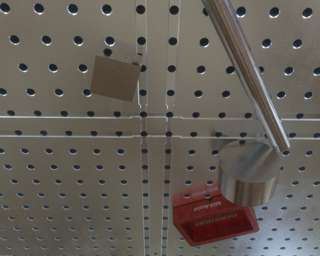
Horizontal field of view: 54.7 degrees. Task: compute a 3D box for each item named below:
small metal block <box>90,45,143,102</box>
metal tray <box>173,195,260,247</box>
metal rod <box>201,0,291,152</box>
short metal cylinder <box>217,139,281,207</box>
[{"bbox_3d":[-0.051,-0.062,0.358,0.050,0.025,0.050,12,129,-10],"label":"small metal block"},{"bbox_3d":[0.099,0.163,0.547,0.130,0.030,0.090,-20,128,15],"label":"metal tray"},{"bbox_3d":[0.094,-0.075,0.348,0.025,0.025,0.300,-24,126,19],"label":"metal rod"},{"bbox_3d":[0.121,0.061,0.428,0.080,0.080,0.050,-3,130,3],"label":"short metal cylinder"}]
